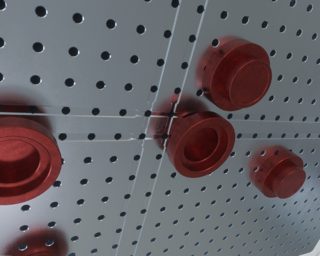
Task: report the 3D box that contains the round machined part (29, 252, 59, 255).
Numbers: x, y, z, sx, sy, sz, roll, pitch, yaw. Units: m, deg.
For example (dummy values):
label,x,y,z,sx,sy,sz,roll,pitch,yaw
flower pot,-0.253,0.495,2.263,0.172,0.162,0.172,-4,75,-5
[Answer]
label,x,y,z,sx,sy,sz,roll,pitch,yaw
round machined part,-0.171,0.217,0.440,0.099,0.042,0.097,-14,124,-21

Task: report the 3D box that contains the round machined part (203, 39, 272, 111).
label,x,y,z,sx,sy,sz,roll,pitch,yaw
round machined part,0.110,-0.066,0.419,0.099,0.042,0.097,-14,124,-21

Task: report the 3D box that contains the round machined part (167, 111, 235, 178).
label,x,y,z,sx,sy,sz,roll,pitch,yaw
round machined part,0.054,0.019,0.441,0.099,0.042,0.097,-14,124,-21

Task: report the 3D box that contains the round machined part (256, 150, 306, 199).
label,x,y,z,sx,sy,sz,roll,pitch,yaw
round machined part,0.234,0.094,0.585,0.099,0.042,0.097,-14,124,-21

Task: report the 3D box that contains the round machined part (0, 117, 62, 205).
label,x,y,z,sx,sy,sz,roll,pitch,yaw
round machined part,-0.160,0.031,0.332,0.099,0.042,0.097,-14,124,-21
